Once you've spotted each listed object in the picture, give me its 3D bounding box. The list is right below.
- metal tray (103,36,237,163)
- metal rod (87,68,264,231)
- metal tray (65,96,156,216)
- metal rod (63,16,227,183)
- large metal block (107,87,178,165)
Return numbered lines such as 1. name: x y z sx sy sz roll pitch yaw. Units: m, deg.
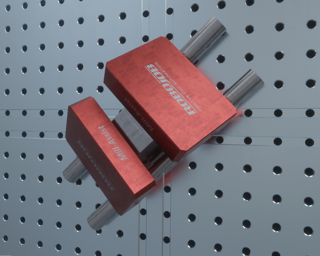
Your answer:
1. metal tray: 0.010 -0.037 0.350 0.091 0.030 0.130 -34 75 -29
2. metal rod: 0.011 0.037 0.408 0.299 0.025 0.025 -43 77 14
3. metal tray: -0.066 0.037 0.377 0.130 0.030 0.090 52 149 12
4. metal rod: -0.030 -0.030 0.422 0.299 0.025 0.025 -44 77 14
5. large metal block: -0.013 -0.002 0.386 0.080 0.080 0.050 -44 77 14
